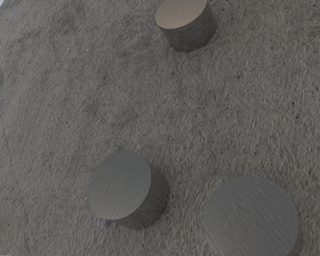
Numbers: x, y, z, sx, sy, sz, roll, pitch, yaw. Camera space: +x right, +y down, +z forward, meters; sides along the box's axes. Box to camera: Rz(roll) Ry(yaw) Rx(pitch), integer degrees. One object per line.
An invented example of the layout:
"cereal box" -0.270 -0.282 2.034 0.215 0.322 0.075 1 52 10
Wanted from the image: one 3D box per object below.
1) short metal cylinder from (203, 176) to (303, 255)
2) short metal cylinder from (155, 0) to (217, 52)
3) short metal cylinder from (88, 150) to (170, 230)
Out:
"short metal cylinder" 0.087 0.090 0.287 0.080 0.050 0.080 -13 56 21
"short metal cylinder" 0.040 -0.162 0.466 0.080 0.050 0.080 -13 56 21
"short metal cylinder" -0.035 0.073 0.362 0.080 0.050 0.080 -13 56 21
